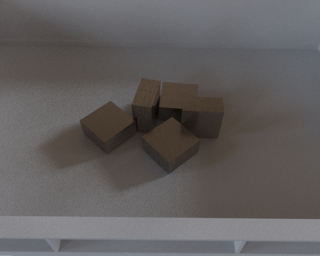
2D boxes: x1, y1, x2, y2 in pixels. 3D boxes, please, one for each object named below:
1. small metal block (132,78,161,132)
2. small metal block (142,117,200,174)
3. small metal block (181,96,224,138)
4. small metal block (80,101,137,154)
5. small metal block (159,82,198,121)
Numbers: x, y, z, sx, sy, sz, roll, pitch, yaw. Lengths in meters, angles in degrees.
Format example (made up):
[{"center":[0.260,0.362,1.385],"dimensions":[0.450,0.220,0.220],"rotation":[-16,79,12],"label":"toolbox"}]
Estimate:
[{"center":[-0.017,-0.029,0.410],"dimensions":[0.025,0.050,0.050],"rotation":[10,51,8],"label":"small metal block"},{"center":[0.013,0.021,0.385],"dimensions":[0.050,0.025,0.050],"rotation":[-33,58,-25],"label":"small metal block"},{"center":[0.052,-0.013,0.398],"dimensions":[0.050,0.050,0.025],"rotation":[2,50,1],"label":"small metal block"},{"center":[-0.067,-0.002,0.403],"dimensions":[0.050,0.025,0.050],"rotation":[38,59,27],"label":"small metal block"},{"center":[0.026,-0.037,0.434],"dimensions":[0.050,0.025,0.050],"rotation":[5,50,4],"label":"small metal block"}]
